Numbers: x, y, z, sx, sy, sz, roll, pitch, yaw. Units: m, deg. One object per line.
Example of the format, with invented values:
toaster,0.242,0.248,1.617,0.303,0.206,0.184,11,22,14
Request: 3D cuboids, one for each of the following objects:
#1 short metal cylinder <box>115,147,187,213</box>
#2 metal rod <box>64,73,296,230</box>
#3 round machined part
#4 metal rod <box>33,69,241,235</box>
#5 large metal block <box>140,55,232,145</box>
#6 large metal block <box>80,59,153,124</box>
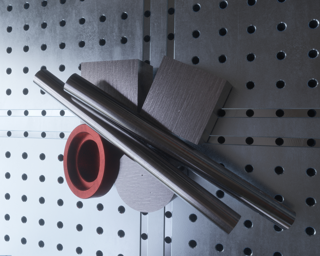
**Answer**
short metal cylinder,-0.010,0.062,0.398,0.080,0.050,0.079,0,90,20
metal rod,0.021,0.026,0.361,0.301,0.025,0.025,32,101,2
round machined part,-0.086,0.044,0.418,0.098,0.042,0.097,-4,84,43
metal rod,-0.038,0.018,0.367,0.300,0.025,0.025,36,102,15
large metal block,0.032,-0.033,0.383,0.080,0.050,0.080,26,98,18
large metal block,-0.056,-0.045,0.412,0.080,0.050,0.079,1,90,20
